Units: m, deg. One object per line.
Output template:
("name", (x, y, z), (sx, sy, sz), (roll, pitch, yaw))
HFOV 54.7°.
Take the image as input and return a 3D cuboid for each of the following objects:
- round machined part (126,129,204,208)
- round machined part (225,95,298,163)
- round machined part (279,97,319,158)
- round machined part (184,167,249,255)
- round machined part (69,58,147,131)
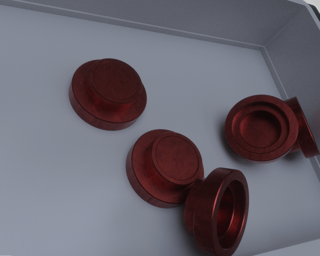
("round machined part", (0.012, 0.044, 0.376), (0.099, 0.042, 0.098), (14, 56, -21))
("round machined part", (0.146, 0.004, 0.452), (0.098, 0.042, 0.098), (-5, 72, 17))
("round machined part", (0.214, 0.002, 0.493), (0.098, 0.042, 0.098), (45, 33, -40))
("round machined part", (0.063, 0.093, 0.353), (0.099, 0.042, 0.097), (-8, 99, -53))
("round machined part", (-0.061, -0.049, 0.393), (0.099, 0.042, 0.098), (14, 56, -21))
